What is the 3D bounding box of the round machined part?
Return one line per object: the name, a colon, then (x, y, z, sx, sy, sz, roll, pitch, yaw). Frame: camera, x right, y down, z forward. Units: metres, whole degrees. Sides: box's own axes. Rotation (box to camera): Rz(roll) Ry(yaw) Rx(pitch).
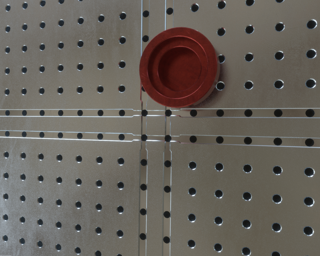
round machined part: (0.027, -0.074, 0.393, 0.098, 0.042, 0.097, 0, 90, 19)
